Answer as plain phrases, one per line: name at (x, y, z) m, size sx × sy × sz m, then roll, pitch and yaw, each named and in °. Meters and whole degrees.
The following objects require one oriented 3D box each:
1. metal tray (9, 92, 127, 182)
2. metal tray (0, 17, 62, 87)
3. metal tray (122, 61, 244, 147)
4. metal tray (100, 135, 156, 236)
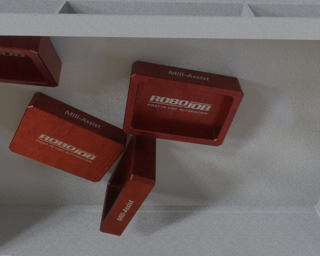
metal tray at (-0.123, 0.018, 0.420) m, size 0.131 × 0.030 × 0.090 m, roll 26°, pitch 126°, yaw -21°
metal tray at (-0.175, -0.076, 0.308) m, size 0.131 × 0.030 × 0.090 m, roll 5°, pitch 166°, yaw -5°
metal tray at (0.025, -0.027, 0.382) m, size 0.131 × 0.030 × 0.089 m, roll 8°, pitch 130°, yaw -7°
metal tray at (-0.045, 0.077, 0.431) m, size 0.030 × 0.090 × 0.129 m, roll 19°, pitch 128°, yaw -15°
